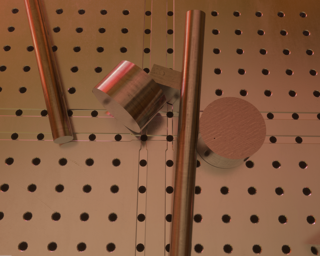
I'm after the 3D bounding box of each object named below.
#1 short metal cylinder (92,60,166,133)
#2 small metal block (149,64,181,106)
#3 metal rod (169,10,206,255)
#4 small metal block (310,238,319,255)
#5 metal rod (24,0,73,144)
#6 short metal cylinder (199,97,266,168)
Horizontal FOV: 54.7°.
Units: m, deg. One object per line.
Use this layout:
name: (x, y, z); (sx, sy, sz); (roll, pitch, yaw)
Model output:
short metal cylinder: (-0.039, -0.039, 0.397); (0.080, 0.080, 0.050); (38, 75, 12)
small metal block: (0.012, -0.056, 0.419); (0.050, 0.050, 0.025); (18, 71, 7)
metal rod: (0.034, 0.006, 0.372); (0.025, 0.025, 0.298); (4, 84, 1)
small metal block: (0.216, 0.145, 0.360); (0.050, 0.025, 0.050); (-29, 73, -10)
metal rod: (-0.171, -0.118, 0.453); (0.025, 0.025, 0.299); (-17, 71, -6)
short metal cylinder: (0.087, 0.007, 0.396); (0.081, 0.050, 0.080); (1, 70, -1)
